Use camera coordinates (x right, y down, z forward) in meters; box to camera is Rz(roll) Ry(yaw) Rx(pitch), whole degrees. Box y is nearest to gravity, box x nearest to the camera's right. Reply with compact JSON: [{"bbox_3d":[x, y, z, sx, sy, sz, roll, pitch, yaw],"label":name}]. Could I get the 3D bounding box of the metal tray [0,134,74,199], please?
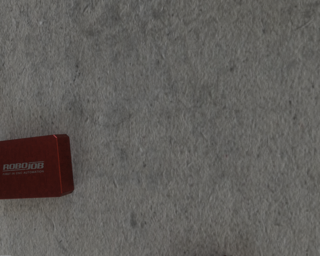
[{"bbox_3d":[-0.199,0.060,0.475,0.130,0.030,0.089,-7,88,19],"label":"metal tray"}]
